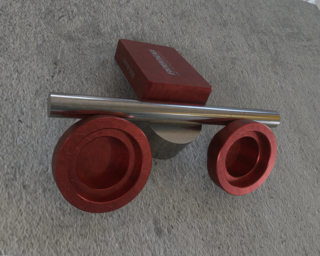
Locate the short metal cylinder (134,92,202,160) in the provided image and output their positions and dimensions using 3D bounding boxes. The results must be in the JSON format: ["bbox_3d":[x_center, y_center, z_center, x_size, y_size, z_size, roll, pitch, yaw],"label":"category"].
[{"bbox_3d":[0.006,-0.005,0.398,0.081,0.050,0.080,14,56,-21],"label":"short metal cylinder"}]

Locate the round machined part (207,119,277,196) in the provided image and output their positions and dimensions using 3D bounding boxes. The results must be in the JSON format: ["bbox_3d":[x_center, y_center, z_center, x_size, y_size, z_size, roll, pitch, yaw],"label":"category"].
[{"bbox_3d":[0.102,0.035,0.407,0.099,0.042,0.097,-8,108,-26],"label":"round machined part"}]

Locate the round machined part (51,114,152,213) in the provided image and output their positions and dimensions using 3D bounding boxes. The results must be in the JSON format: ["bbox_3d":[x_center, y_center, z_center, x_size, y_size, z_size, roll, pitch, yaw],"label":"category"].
[{"bbox_3d":[-0.061,0.034,0.321,0.099,0.042,0.097,-6,103,-28],"label":"round machined part"}]

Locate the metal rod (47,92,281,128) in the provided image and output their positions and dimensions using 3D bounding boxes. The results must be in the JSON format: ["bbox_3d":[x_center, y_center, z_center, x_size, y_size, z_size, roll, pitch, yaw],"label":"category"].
[{"bbox_3d":[0.027,-0.018,0.369,0.303,0.025,0.025,2,61,-28],"label":"metal rod"}]

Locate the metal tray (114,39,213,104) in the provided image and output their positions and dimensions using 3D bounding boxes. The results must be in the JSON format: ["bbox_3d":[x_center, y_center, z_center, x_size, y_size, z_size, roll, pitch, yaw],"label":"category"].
[{"bbox_3d":[0.000,-0.075,0.415,0.091,0.030,0.130,2,35,-28],"label":"metal tray"}]
